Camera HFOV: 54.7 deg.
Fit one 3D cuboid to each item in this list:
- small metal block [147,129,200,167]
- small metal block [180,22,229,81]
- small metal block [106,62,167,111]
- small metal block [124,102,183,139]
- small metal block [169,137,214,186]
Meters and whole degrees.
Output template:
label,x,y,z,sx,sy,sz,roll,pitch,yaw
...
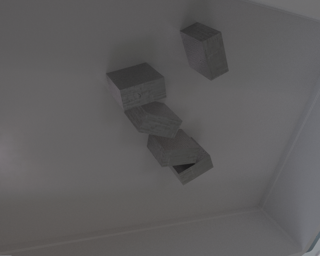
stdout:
label,x,y,z,sx,sy,sz,roll,pitch,yaw
small metal block,0.017,0.026,0.417,0.050,0.050,0.025,-4,120,-27
small metal block,0.052,-0.091,0.364,0.025,0.050,0.050,-30,129,-9
small metal block,-0.027,-0.048,0.348,0.050,0.050,0.025,-19,126,-17
small metal block,-0.009,-0.014,0.379,0.050,0.050,0.025,12,113,-33
small metal block,0.040,0.046,0.442,0.050,0.050,0.025,-29,128,-10
